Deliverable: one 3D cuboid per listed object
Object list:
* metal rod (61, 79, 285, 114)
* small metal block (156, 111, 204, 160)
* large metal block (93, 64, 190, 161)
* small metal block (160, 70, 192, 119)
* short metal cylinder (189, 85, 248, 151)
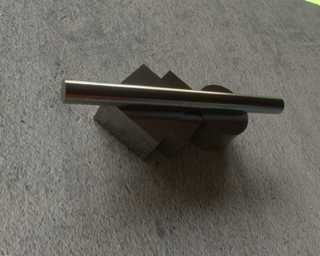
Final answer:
[{"bbox_3d":[0.037,-0.034,0.379,0.303,0.025,0.025,1,62,-28],"label":"metal rod"},{"bbox_3d":[0.023,0.007,0.399,0.025,0.050,0.050,41,51,-1],"label":"small metal block"},{"bbox_3d":[-0.021,-0.021,0.388,0.080,0.050,0.080,41,51,-1],"label":"large metal block"},{"bbox_3d":[0.015,-0.042,0.424,0.050,0.050,0.025,41,51,-1],"label":"small metal block"},{"bbox_3d":[0.076,-0.014,0.437,0.081,0.050,0.080,14,56,-21],"label":"short metal cylinder"}]
